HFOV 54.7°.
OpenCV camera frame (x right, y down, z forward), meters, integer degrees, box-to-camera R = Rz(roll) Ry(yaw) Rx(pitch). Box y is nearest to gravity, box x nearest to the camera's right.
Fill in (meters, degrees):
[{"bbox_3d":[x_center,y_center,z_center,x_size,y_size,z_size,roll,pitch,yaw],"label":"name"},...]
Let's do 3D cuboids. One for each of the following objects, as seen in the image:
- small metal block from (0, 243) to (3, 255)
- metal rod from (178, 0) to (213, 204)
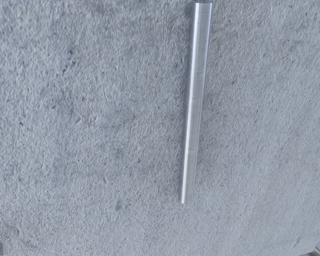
[{"bbox_3d":[-0.232,0.158,0.378,0.050,0.025,0.050,-40,130,-1],"label":"small metal block"},{"bbox_3d":[0.044,-0.014,0.422,0.025,0.025,0.298,-13,124,-22],"label":"metal rod"}]
